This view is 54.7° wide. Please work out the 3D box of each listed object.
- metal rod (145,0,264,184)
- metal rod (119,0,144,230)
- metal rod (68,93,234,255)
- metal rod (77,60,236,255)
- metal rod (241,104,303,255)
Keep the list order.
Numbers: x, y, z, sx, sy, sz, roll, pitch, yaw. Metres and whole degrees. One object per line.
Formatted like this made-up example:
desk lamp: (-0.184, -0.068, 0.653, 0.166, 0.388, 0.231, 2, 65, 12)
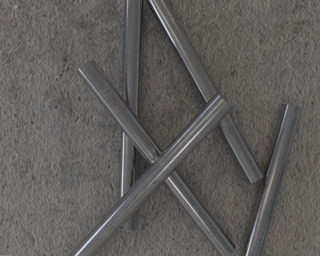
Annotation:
metal rod: (0.054, -0.063, 0.410, 0.025, 0.025, 0.299, -29, 90, 0)
metal rod: (-0.039, -0.019, 0.409, 0.025, 0.025, 0.298, 2, 90, 0)
metal rod: (-0.025, 0.078, 0.375, 0.025, 0.025, 0.299, 41, 104, 0)
metal rod: (0.000, 0.044, 0.391, 0.025, 0.025, 0.300, -37, 98, 0)
metal rod: (0.136, 0.116, 0.410, 0.025, 0.025, 0.298, 15, 90, 0)
